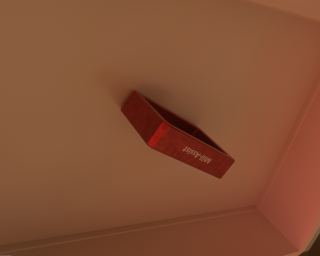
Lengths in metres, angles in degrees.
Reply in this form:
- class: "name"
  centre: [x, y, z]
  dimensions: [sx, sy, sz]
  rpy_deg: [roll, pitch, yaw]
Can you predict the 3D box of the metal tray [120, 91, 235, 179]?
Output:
- class: "metal tray"
  centre: [0.023, 0.009, 0.382]
  dimensions: [0.131, 0.090, 0.030]
  rpy_deg: [27, 103, -38]
